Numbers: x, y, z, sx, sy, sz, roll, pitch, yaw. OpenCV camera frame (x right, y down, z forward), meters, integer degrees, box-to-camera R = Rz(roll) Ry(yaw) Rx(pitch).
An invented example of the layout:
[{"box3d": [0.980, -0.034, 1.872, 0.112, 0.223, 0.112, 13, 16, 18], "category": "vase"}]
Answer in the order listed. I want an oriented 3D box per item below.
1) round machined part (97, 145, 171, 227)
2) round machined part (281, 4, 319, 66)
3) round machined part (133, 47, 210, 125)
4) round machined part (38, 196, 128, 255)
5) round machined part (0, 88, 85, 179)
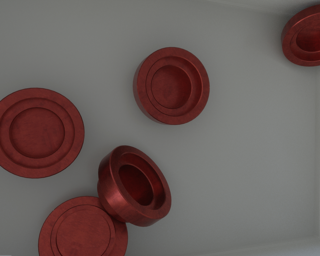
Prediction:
[{"box3d": [-0.035, 0.072, 0.369, 0.042, 0.098, 0.098, -39, 106, 24], "category": "round machined part"}, {"box3d": [0.234, -0.143, 0.465, 0.099, 0.097, 0.042, 23, 52, -19], "category": "round machined part"}, {"box3d": [0.012, -0.053, 0.406, 0.099, 0.042, 0.097, 0, 90, -20], "category": "round machined part"}, {"box3d": [-0.085, 0.124, 0.349, 0.099, 0.042, 0.098, 5, 62, -10], "category": "round machined part"}, {"box3d": [-0.138, 0.005, 0.350, 0.099, 0.042, 0.097, 0, 90, -20], "category": "round machined part"}]
